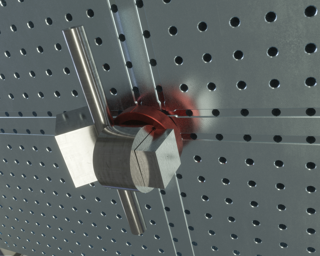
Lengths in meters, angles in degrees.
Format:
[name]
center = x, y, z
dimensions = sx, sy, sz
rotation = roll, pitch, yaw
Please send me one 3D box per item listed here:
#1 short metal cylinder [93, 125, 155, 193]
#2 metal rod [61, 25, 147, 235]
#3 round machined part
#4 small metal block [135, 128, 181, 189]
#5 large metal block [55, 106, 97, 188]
[short metal cylinder]
center = -0.036, 0.036, 0.376
dimensions = 0.050, 0.080, 0.079
rotation = 1, 119, 27
[metal rod]
center = -0.064, 0.021, 0.402
dimensions = 0.025, 0.025, 0.298
rotation = 1, 119, 27
[round machined part]
center = -0.015, 0.013, 0.413
dimensions = 0.098, 0.042, 0.097
rotation = 13, 124, 20
[small metal block]
center = -0.001, 0.034, 0.361
dimensions = 0.025, 0.050, 0.050
rotation = 1, 119, 27
[large metal block]
center = -0.108, 0.023, 0.437
dimensions = 0.050, 0.080, 0.079
rotation = -18, 116, -9
